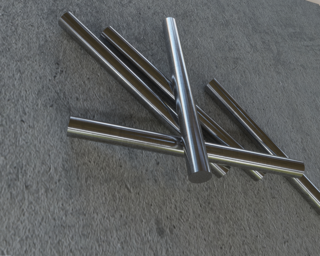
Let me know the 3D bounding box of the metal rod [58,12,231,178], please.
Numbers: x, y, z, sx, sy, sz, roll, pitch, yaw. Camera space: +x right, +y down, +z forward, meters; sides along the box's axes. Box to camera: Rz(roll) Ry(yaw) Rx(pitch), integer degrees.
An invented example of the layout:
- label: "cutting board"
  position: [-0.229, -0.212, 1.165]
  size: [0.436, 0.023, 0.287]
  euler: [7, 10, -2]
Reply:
- label: "metal rod"
  position: [-0.022, -0.045, 0.419]
  size: [0.300, 0.025, 0.025]
  euler: [44, 51, 2]

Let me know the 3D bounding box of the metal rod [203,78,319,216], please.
- label: "metal rod"
  position: [0.176, 0.042, 0.472]
  size: [0.300, 0.025, 0.025]
  euler: [49, 51, 6]

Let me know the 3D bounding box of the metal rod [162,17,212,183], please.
- label: "metal rod"
  position: [0.029, -0.061, 0.422]
  size: [0.025, 0.025, 0.300]
  euler: [13, 46, -21]

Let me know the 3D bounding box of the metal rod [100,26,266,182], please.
- label: "metal rod"
  position: [0.033, -0.035, 0.442]
  size: [0.300, 0.025, 0.025]
  euler: [43, 51, 1]

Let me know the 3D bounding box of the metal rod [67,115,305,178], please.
- label: "metal rod"
  position: [0.042, 0.027, 0.383]
  size: [0.302, 0.025, 0.025]
  euler: [11, 57, -13]
